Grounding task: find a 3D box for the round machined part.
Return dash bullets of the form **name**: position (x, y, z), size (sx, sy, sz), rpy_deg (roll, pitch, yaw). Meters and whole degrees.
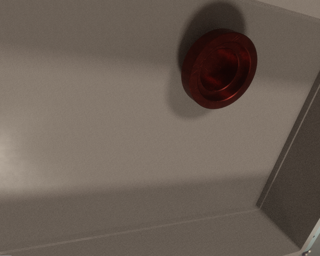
- **round machined part**: position (0.070, -0.076, 0.390), size (0.099, 0.042, 0.097), rpy_deg (-14, 125, -21)
